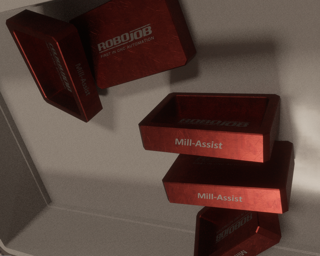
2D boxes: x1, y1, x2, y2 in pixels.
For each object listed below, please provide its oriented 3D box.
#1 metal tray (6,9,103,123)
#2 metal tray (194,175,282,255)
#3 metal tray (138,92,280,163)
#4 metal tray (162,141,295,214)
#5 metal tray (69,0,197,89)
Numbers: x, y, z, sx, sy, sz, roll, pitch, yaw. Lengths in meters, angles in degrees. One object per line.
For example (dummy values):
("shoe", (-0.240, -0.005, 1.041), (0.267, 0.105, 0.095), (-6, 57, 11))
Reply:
("metal tray", (-0.129, -0.074, 0.390), (0.090, 0.030, 0.129), (24, 145, 26))
("metal tray", (0.090, 0.122, 0.390), (0.030, 0.090, 0.129), (27, 130, -12))
("metal tray", (0.055, -0.007, 0.332), (0.130, 0.090, 0.030), (4, 120, 26))
("metal tray", (0.080, 0.050, 0.354), (0.130, 0.090, 0.030), (-2, 117, 28))
("metal tray", (-0.034, -0.103, 0.358), (0.130, 0.030, 0.090), (-10, 114, 32))
